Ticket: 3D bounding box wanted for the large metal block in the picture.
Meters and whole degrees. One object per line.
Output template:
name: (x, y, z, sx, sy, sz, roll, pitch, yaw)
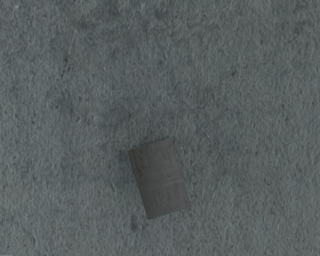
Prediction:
large metal block: (0.000, 0.056, 0.383, 0.050, 0.080, 0.080, -17, 90, 0)
